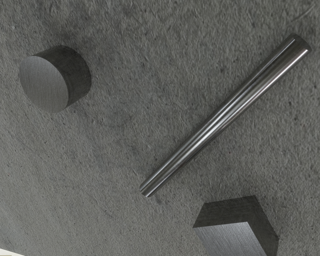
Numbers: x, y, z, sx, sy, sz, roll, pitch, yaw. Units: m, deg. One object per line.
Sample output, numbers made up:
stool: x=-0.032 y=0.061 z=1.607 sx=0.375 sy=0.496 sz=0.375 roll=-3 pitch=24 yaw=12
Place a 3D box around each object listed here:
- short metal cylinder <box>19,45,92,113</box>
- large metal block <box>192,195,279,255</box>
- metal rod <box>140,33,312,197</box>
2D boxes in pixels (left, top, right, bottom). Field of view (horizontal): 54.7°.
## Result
short metal cylinder: x=-0.142 y=-0.067 z=0.424 sx=0.080 sy=0.050 sz=0.079 roll=13 pitch=124 yaw=21
large metal block: x=0.105 y=0.145 z=0.425 sx=0.080 sy=0.050 sz=0.080 roll=-21 pitch=108 yaw=35
metal rod: x=0.056 y=0.007 z=0.381 sx=0.025 sy=0.025 sz=0.298 roll=41 pitch=129 yaw=0
